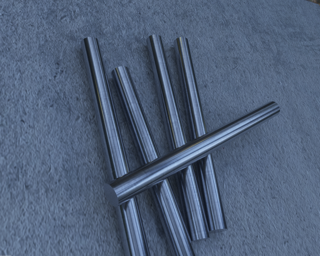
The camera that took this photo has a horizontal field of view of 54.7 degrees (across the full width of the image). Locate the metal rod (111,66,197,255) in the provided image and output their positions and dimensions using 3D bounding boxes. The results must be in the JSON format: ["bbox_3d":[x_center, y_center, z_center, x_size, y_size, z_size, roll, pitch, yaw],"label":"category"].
[{"bbox_3d":[-0.005,0.054,0.367,0.025,0.025,0.299,-7,65,-31],"label":"metal rod"}]

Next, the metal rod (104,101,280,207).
[{"bbox_3d":[0.064,0.018,0.393,0.302,0.025,0.025,-23,74,-37],"label":"metal rod"}]

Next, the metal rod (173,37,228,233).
[{"bbox_3d":[0.051,-0.009,0.436,0.025,0.025,0.299,7,59,-25],"label":"metal rod"}]

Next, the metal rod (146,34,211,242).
[{"bbox_3d":[0.018,-0.005,0.416,0.025,0.025,0.299,3,61,-27],"label":"metal rod"}]

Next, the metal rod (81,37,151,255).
[{"bbox_3d":[-0.056,0.016,0.363,0.025,0.025,0.299,-3,63,-29],"label":"metal rod"}]
